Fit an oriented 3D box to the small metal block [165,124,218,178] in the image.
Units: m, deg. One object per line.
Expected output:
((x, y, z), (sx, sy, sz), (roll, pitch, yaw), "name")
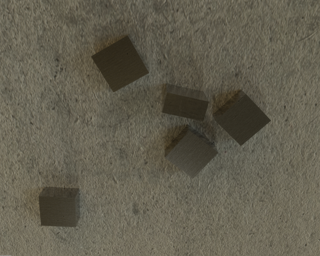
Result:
((0.042, 0.032, 0.422), (0.050, 0.025, 0.050), (37, 106, -13), "small metal block")

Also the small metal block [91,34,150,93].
((-0.047, -0.079, 0.380), (0.050, 0.025, 0.050), (-27, 108, 9), "small metal block")

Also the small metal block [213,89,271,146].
((0.106, -0.014, 0.406), (0.050, 0.025, 0.050), (43, 104, -14), "small metal block")

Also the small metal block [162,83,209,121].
((0.030, -0.033, 0.384), (0.050, 0.050, 0.025), (12, 110, -5), "small metal block")

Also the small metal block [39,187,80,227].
((-0.145, 0.115, 0.451), (0.050, 0.025, 0.050), (3, 110, -2), "small metal block")
